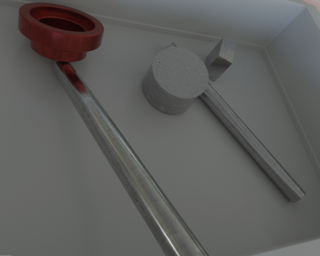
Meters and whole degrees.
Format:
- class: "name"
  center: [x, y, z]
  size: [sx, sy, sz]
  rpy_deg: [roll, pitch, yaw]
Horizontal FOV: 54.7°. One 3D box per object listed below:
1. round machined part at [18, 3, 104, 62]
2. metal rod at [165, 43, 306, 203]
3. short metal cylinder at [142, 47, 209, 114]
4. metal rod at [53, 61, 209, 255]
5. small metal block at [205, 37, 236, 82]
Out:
- class: "round machined part"
  center: [-0.123, -0.116, 0.386]
  size: [0.099, 0.042, 0.098]
  rpy_deg: [15, 33, -10]
- class: "metal rod"
  center: [0.108, -0.012, 0.473]
  size: [0.025, 0.025, 0.300]
  rpy_deg: [-34, 81, -38]
- class: "short metal cylinder"
  center: [0.021, -0.066, 0.434]
  size: [0.081, 0.050, 0.080]
  rpy_deg: [7, 66, -16]
- class: "metal rod"
  center: [-0.046, 0.013, 0.295]
  size: [0.025, 0.025, 0.300]
  rpy_deg: [-10, 42, -33]
- class: "small metal block"
  center: [0.098, -0.113, 0.514]
  size: [0.025, 0.050, 0.050]
  rpy_deg: [28, 52, -11]
